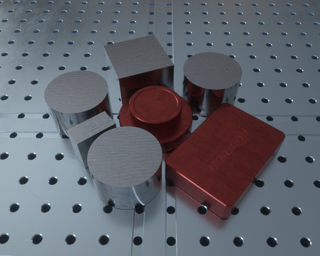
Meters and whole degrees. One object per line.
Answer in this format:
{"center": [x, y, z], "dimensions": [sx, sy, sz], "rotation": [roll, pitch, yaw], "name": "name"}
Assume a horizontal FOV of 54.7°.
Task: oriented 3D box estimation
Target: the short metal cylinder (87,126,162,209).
{"center": [-0.038, 0.044, 0.353], "dimensions": [0.080, 0.050, 0.080], "rotation": [0, 50, 0], "name": "short metal cylinder"}

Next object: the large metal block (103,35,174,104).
{"center": [-0.032, -0.090, 0.466], "dimensions": [0.081, 0.050, 0.080], "rotation": [-17, 52, -14], "name": "large metal block"}

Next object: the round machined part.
{"center": [-0.006, -0.019, 0.411], "dimensions": [0.099, 0.042, 0.098], "rotation": [0, 50, 0], "name": "round machined part"}

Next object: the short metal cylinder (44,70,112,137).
{"center": [-0.107, -0.032, 0.417], "dimensions": [0.080, 0.050, 0.080], "rotation": [0, 50, 0], "name": "short metal cylinder"}

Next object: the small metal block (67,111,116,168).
{"center": [-0.079, 0.015, 0.377], "dimensions": [0.050, 0.050, 0.025], "rotation": [-30, 56, -23], "name": "small metal block"}

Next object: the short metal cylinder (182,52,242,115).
{"center": [0.072, -0.064, 0.445], "dimensions": [0.080, 0.050, 0.080], "rotation": [0, 50, 0], "name": "short metal cylinder"}

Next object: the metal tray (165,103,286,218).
{"center": [0.079, 0.032, 0.376], "dimensions": [0.090, 0.030, 0.131], "rotation": [33, 57, 25], "name": "metal tray"}
